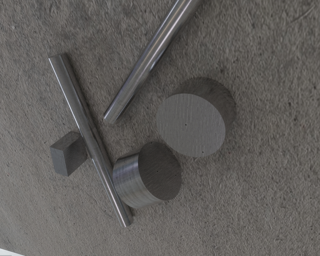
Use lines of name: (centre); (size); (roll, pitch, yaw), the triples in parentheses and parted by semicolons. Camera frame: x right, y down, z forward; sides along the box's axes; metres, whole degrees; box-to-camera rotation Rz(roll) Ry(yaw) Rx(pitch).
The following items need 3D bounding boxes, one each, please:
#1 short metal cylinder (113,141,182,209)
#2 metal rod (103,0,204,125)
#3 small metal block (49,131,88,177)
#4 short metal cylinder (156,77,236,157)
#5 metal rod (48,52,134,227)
short metal cylinder: (-0.016, 0.064, 0.420); (0.050, 0.080, 0.080); (-28, 103, 37)
metal rod: (0.008, -0.103, 0.338); (0.025, 0.025, 0.298); (40, 129, 0)
small metal block: (-0.143, 0.040, 0.491); (0.025, 0.050, 0.050); (14, 124, 21)
short metal cylinder: (0.043, -0.013, 0.360); (0.080, 0.050, 0.079); (13, 124, 21)
metal rod: (-0.099, 0.032, 0.478); (0.025, 0.025, 0.298); (-3, 117, 30)
